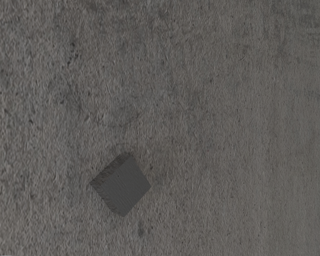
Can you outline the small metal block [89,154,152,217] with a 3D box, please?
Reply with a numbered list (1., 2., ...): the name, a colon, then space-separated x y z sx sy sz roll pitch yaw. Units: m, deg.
1. small metal block: -0.045 0.067 0.366 0.050 0.025 0.050 -45 117 -31
